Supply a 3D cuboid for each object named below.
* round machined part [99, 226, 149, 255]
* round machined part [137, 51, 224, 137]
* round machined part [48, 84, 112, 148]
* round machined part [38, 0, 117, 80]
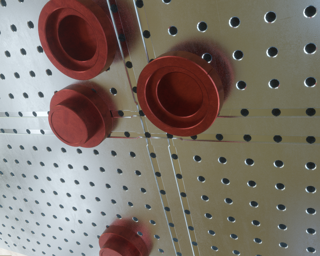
[{"bbox_3d":[-0.075,0.235,0.583,0.098,0.042,0.097,13,124,20],"label":"round machined part"},{"bbox_3d":[0.026,-0.042,0.359,0.098,0.042,0.097,13,124,20],"label":"round machined part"},{"bbox_3d":[-0.124,-0.011,0.456,0.098,0.042,0.097,13,124,20],"label":"round machined part"},{"bbox_3d":[-0.095,-0.112,0.380,0.098,0.042,0.097,13,124,20],"label":"round machined part"}]
